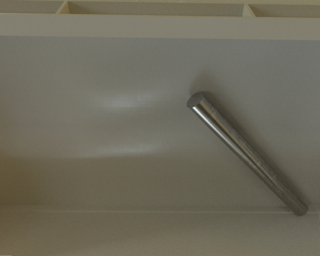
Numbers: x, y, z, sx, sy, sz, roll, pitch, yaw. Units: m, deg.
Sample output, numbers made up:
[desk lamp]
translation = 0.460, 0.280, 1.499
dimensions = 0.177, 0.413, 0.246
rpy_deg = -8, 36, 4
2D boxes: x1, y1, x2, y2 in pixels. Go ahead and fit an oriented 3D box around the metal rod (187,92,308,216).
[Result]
[metal rod]
translation = 0.141, 0.052, 0.453
dimensions = 0.025, 0.025, 0.301
rpy_deg = -33, 123, 25
